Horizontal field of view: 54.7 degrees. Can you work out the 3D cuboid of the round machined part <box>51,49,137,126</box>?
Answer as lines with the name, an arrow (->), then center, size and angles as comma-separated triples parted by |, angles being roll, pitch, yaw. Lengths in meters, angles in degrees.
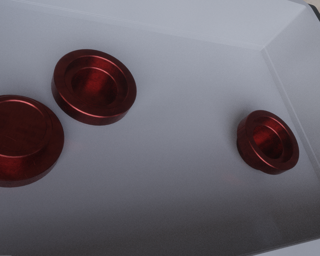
round machined part -> -0.082, -0.045, 0.379 | 0.099, 0.042, 0.098 | 14, 56, -21

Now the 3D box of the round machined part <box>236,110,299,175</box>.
round machined part -> 0.156, 0.025, 0.466 | 0.099, 0.042, 0.098 | 14, 56, -21

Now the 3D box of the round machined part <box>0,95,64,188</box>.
round machined part -> -0.147, 0.007, 0.312 | 0.099, 0.042, 0.098 | 14, 56, -21
